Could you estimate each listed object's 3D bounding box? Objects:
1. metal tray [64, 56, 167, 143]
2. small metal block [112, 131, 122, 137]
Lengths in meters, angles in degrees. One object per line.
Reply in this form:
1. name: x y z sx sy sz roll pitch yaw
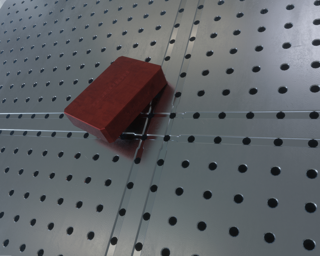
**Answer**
1. metal tray: -0.063 -0.047 0.450 0.090 0.030 0.130 22 61 36
2. small metal block: -0.074 -0.017 0.458 0.050 0.025 0.050 9 66 32
